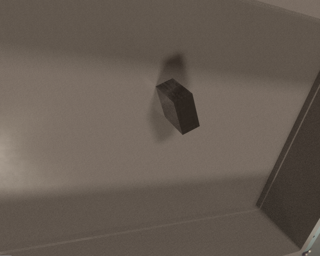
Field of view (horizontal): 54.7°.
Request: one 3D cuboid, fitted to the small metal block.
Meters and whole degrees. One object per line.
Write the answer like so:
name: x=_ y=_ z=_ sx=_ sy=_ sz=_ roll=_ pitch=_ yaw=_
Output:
small metal block: x=0.022 y=-0.027 z=0.389 sx=0.025 sy=0.050 sz=0.050 roll=-27 pitch=128 yaw=-12
